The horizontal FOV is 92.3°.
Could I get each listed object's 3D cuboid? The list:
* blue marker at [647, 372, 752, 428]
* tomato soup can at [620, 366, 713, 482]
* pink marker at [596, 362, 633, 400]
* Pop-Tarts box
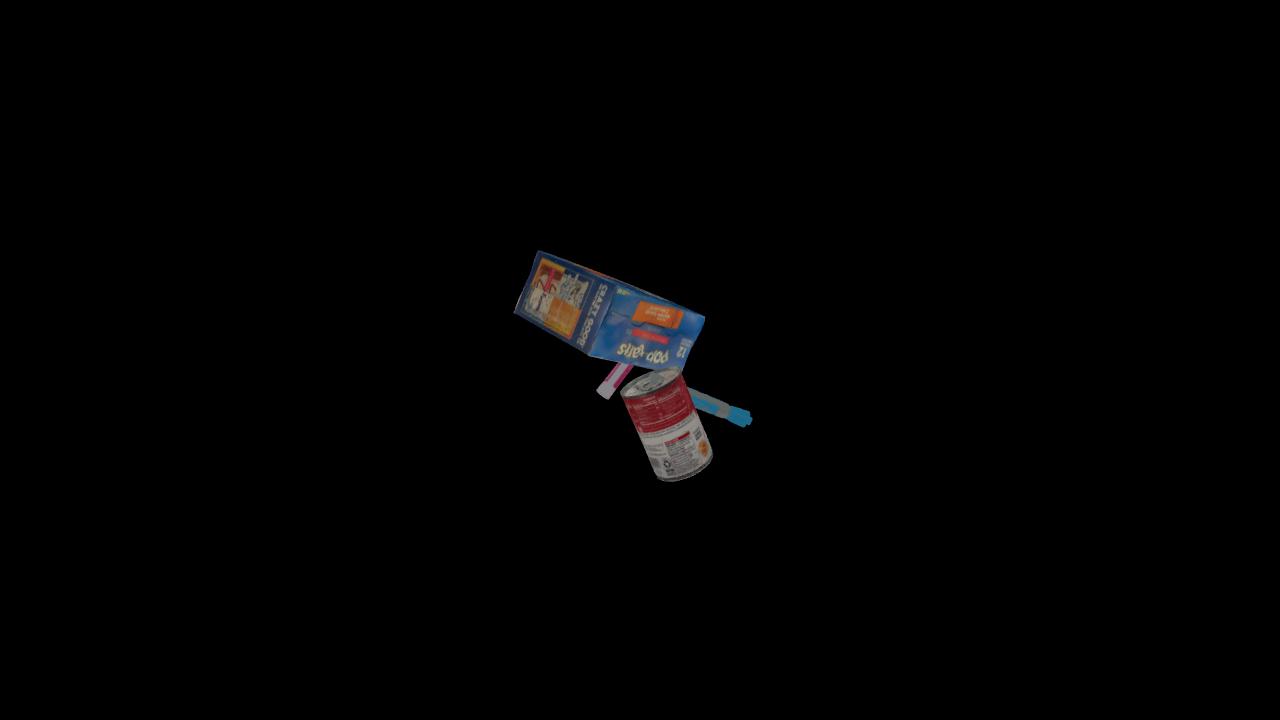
[{"bbox_3d":[0.064,0.043,0.649,0.121,0.020,0.020,22,-4,-10],"label":"blue marker"},{"bbox_3d":[0.029,0.066,0.639,0.068,0.101,0.068,-22,14,5],"label":"tomato soup can"},{"bbox_3d":[-0.009,-0.005,0.746,0.020,0.121,0.020,36,-13,9],"label":"pink marker"},{"bbox_3d":[-0.033,-0.054,0.726,0.141,0.083,0.167,29,11,39],"label":"Pop-Tarts box"}]
